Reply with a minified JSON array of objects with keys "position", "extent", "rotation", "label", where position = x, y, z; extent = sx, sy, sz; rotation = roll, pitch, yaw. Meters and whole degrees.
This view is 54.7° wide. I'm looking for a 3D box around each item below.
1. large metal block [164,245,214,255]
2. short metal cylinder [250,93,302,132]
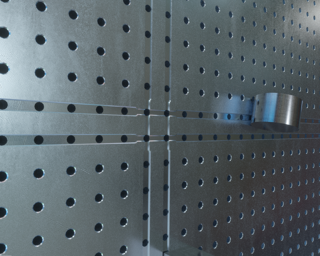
[{"position":[0.049,0.215,0.415],"extent":[0.050,0.080,0.080],"rotation":[3,88,-40],"label":"large metal block"},{"position":[0.204,-0.026,0.544],"extent":[0.080,0.080,0.050],"rotation":[17,79,-39],"label":"short metal cylinder"}]
